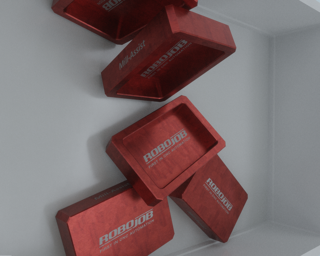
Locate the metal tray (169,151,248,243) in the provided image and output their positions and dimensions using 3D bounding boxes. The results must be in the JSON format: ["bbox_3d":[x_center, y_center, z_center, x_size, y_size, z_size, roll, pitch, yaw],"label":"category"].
[{"bbox_3d":[0.078,0.102,0.472,0.130,0.030,0.090,50,60,-29],"label":"metal tray"}]

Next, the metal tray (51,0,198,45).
[{"bbox_3d":[-0.037,-0.132,0.307,0.091,0.130,0.030,19,72,-39],"label":"metal tray"}]

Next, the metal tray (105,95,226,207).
[{"bbox_3d":[0.011,0.023,0.386,0.131,0.030,0.090,-33,79,-36],"label":"metal tray"}]

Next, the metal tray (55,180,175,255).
[{"bbox_3d":[-0.046,0.116,0.367,0.131,0.030,0.089,-19,103,-39],"label":"metal tray"}]

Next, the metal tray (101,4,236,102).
[{"bbox_3d":[0.006,-0.073,0.343,0.091,0.130,0.030,2,67,-40],"label":"metal tray"}]
